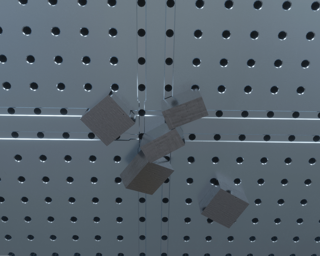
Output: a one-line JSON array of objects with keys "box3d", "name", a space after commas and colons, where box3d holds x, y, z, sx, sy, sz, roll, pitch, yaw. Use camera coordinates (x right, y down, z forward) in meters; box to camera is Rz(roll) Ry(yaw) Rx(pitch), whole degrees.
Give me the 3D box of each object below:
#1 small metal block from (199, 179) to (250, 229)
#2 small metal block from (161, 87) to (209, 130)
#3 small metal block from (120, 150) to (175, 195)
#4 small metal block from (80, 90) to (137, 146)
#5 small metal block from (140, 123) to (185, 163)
[{"box3d": [0.093, 0.112, 0.456, 0.050, 0.025, 0.050, 30, 107, -11], "name": "small metal block"}, {"box3d": [0.030, -0.026, 0.391, 0.050, 0.050, 0.025, -21, 109, 7], "name": "small metal block"}, {"box3d": [-0.018, 0.061, 0.424, 0.050, 0.025, 0.050, 26, 111, -41], "name": "small metal block"}, {"box3d": [-0.067, -0.013, 0.408, 0.050, 0.025, 0.050, -38, 106, 12], "name": "small metal block"}, {"box3d": [0.004, 0.015, 0.405, 0.050, 0.050, 0.025, -29, 104, 9], "name": "small metal block"}]
